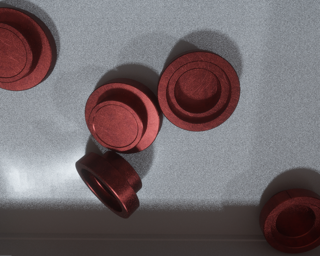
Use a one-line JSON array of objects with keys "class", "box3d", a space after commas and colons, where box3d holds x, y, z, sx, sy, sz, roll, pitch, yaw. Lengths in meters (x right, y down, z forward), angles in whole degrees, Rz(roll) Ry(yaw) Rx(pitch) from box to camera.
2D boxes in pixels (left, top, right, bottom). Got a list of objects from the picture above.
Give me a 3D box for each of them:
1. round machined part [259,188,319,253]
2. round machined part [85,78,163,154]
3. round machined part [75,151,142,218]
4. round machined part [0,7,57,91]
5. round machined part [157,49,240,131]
[{"class": "round machined part", "box3d": [0.194, 0.130, 0.452, 0.099, 0.042, 0.097, 0, 110, 0]}, {"class": "round machined part", "box3d": [-0.049, -0.010, 0.387, 0.098, 0.042, 0.097, 5, 115, 11]}, {"class": "round machined part", "box3d": [-0.062, 0.068, 0.408, 0.042, 0.098, 0.098, -43, 110, -28]}, {"class": "round machined part", "box3d": [-0.178, -0.091, 0.367, 0.099, 0.042, 0.097, 0, 110, 0]}, {"class": "round machined part", "box3d": [0.046, -0.048, 0.385, 0.099, 0.042, 0.097, 0, 110, -1]}]
